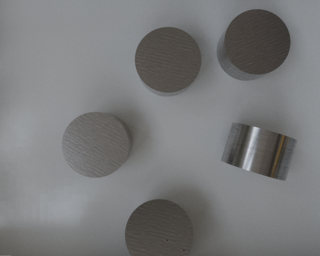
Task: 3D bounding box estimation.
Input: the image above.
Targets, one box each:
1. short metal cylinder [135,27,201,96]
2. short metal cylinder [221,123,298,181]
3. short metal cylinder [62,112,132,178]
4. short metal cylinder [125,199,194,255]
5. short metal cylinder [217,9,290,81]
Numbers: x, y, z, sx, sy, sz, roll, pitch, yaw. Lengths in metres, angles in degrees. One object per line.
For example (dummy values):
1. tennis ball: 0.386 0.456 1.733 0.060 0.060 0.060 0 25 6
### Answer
1. short metal cylinder: 0.010 -0.083 0.399 0.081 0.050 0.079 0 90 -1
2. short metal cylinder: 0.122 0.029 0.386 0.080 0.080 0.050 17 90 -1
3. short metal cylinder: -0.078 0.020 0.398 0.081 0.050 0.079 0 90 -1
4. short metal cylinder: -0.001 0.132 0.387 0.081 0.050 0.080 0 71 0
5. short metal cylinder: 0.118 -0.105 0.400 0.081 0.050 0.079 0 90 -1
